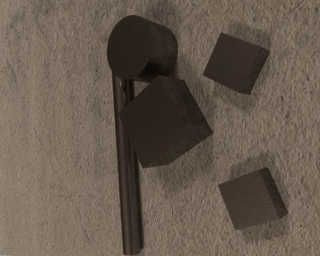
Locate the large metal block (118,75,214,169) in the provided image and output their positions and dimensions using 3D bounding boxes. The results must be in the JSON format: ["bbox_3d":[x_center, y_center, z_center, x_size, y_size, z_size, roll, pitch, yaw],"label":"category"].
[{"bbox_3d":[0.005,-0.006,0.383,0.080,0.050,0.080,-39,66,32],"label":"large metal block"}]

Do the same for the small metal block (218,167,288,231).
[{"bbox_3d":[0.096,0.074,0.325,0.050,0.025,0.050,-30,71,35],"label":"small metal block"}]

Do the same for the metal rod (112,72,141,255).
[{"bbox_3d":[-0.050,0.026,0.443,0.025,0.025,0.298,-7,86,39],"label":"metal rod"}]

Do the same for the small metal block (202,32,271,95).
[{"bbox_3d":[0.082,-0.070,0.336,0.050,0.025,0.050,34,111,34],"label":"small metal block"}]

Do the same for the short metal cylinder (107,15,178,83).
[{"bbox_3d":[-0.024,-0.101,0.406,0.080,0.050,0.079,0,90,39],"label":"short metal cylinder"}]
